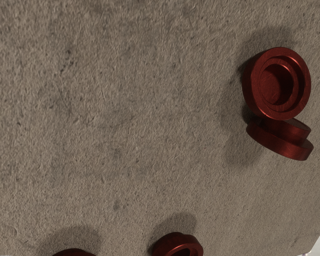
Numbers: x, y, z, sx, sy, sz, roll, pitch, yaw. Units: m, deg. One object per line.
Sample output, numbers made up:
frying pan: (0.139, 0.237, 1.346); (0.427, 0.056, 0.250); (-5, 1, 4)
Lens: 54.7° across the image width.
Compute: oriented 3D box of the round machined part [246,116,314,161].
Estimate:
round machined part: (0.184, 0.005, 0.466); (0.099, 0.098, 0.042); (9, 114, -33)

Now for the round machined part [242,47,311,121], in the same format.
round machined part: (0.155, -0.059, 0.429); (0.099, 0.042, 0.097); (0, 91, -19)

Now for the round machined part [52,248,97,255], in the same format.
round machined part: (-0.135, 0.219, 0.459); (0.099, 0.042, 0.097); (-14, 125, -21)

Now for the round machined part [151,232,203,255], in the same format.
round machined part: (0.024, 0.225, 0.551); (0.099, 0.042, 0.097); (-14, 125, -21)
